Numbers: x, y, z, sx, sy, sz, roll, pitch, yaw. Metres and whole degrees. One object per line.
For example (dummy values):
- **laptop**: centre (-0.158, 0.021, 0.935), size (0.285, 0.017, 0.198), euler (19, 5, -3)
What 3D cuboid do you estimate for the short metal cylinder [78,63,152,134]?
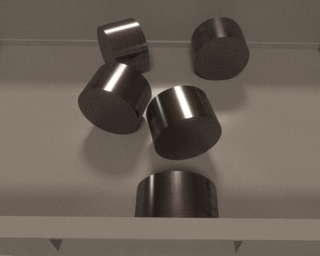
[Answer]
- **short metal cylinder**: centre (-0.057, -0.037, 0.400), size (0.080, 0.080, 0.050), euler (14, 52, 11)

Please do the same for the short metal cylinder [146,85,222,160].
- **short metal cylinder**: centre (0.027, -0.005, 0.374), size (0.081, 0.080, 0.050), euler (-10, 51, -9)

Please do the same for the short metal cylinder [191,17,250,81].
- **short metal cylinder**: centre (0.090, -0.119, 0.471), size (0.081, 0.080, 0.050), euler (-1, 50, -2)

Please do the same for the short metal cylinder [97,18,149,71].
- **short metal cylinder**: centre (-0.057, -0.120, 0.470), size (0.050, 0.080, 0.080), euler (-22, 54, -17)

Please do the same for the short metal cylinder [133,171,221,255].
- **short metal cylinder**: centre (0.016, 0.084, 0.299), size (0.081, 0.080, 0.050), euler (1, 50, 1)
